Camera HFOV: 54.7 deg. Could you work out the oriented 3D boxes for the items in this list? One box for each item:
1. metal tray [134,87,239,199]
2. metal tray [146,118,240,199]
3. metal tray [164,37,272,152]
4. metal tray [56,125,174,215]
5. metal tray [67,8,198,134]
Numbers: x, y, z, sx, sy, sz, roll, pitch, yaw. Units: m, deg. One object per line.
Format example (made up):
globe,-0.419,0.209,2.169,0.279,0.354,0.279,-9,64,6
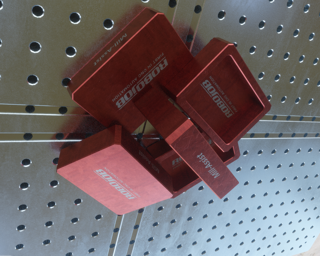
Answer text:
metal tray,0.032,0.019,0.360,0.030,0.090,0.130,-42,130,0
metal tray,0.052,0.038,0.460,0.131,0.030,0.090,-30,129,-10
metal tray,0.077,-0.036,0.390,0.090,0.030,0.130,-45,130,3
metal tray,-0.052,0.059,0.393,0.090,0.030,0.130,-24,132,18
metal tray,-0.028,-0.059,0.356,0.130,0.030,0.090,-43,130,1
